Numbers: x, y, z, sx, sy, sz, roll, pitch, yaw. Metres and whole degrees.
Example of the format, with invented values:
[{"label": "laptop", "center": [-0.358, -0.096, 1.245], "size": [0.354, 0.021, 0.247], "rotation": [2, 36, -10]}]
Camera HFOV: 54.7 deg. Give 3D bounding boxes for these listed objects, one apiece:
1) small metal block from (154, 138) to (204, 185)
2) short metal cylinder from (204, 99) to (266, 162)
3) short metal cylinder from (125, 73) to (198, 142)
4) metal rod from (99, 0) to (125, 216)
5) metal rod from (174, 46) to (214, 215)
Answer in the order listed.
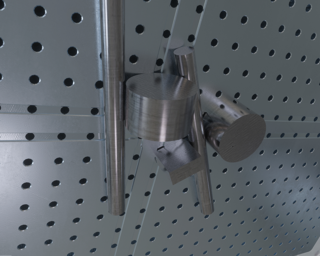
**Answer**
[{"label": "small metal block", "center": [0.026, 0.046, 0.438], "size": [0.050, 0.050, 0.025], "rotation": [-25, 128, -13]}, {"label": "short metal cylinder", "center": [0.107, 0.004, 0.456], "size": [0.081, 0.050, 0.079], "rotation": [-14, 124, -21]}, {"label": "short metal cylinder", "center": [0.000, -0.026, 0.360], "size": [0.081, 0.080, 0.050], "rotation": [-9, 122, -24]}, {"label": "metal rod", "center": [-0.055, -0.011, 0.374], "size": [0.025, 0.025, 0.298], "rotation": [-11, 123, -23]}, {"label": "metal rod", "center": [0.056, 0.025, 0.457], "size": [0.025, 0.025, 0.298], "rotation": [-24, 127, -14]}]
